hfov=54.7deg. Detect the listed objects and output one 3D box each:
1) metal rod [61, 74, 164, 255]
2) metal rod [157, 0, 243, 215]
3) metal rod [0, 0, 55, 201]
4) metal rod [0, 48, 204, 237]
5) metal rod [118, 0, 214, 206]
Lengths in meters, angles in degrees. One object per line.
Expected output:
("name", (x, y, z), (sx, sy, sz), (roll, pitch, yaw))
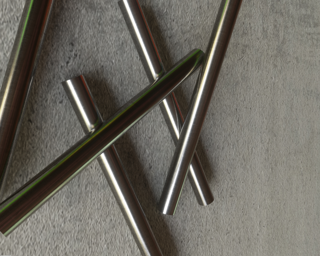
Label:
("metal rod", (-0.041, 0.081, 0.370), (0.025, 0.025, 0.299), (-33, 111, -35))
("metal rod", (0.051, -0.032, 0.399), (0.025, 0.025, 0.298), (13, 97, -40))
("metal rod", (-0.129, -0.068, 0.296), (0.025, 0.025, 0.299), (18, 78, -39))
("metal rod", (-0.042, -0.007, 0.335), (0.301, 0.025, 0.025), (-43, 116, -31))
("metal rod", (0.015, -0.024, 0.416), (0.025, 0.025, 0.299), (-35, 112, -34))
